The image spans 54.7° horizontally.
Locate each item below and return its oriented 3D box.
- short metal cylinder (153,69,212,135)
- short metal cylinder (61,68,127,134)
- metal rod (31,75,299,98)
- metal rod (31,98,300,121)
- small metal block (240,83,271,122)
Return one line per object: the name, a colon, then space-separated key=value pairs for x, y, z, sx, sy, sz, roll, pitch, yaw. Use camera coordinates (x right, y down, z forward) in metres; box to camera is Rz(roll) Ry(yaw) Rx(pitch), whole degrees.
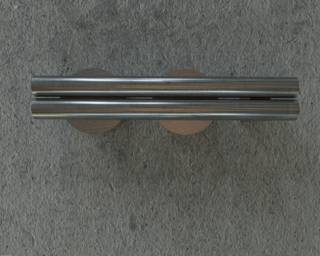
short metal cylinder: x=0.031 y=-0.032 z=0.399 sx=0.081 sy=0.050 sz=0.080 roll=0 pitch=90 yaw=0
short metal cylinder: x=-0.080 y=-0.033 z=0.397 sx=0.081 sy=0.050 sz=0.080 roll=0 pitch=90 yaw=0
metal rod: x=0.006 y=-0.048 z=0.360 sx=0.302 sy=0.025 sz=0.025 roll=0 pitch=90 yaw=-1
metal rod: x=0.007 y=-0.022 z=0.360 sx=0.302 sy=0.025 sz=0.025 roll=0 pitch=90 yaw=-1
small metal block: x=0.122 y=-0.033 z=0.401 sx=0.025 sy=0.050 sz=0.050 roll=-2 pitch=90 yaw=0
